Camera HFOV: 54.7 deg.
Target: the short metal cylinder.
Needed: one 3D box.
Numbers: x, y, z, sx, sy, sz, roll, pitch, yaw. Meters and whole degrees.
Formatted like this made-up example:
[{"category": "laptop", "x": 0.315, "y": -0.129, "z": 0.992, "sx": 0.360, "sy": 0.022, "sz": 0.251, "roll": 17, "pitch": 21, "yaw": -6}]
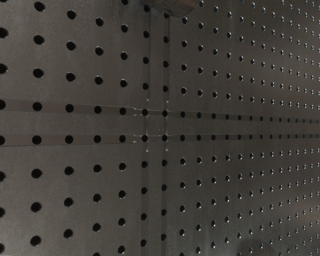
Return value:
[{"category": "short metal cylinder", "x": 0.014, "y": -0.186, "z": 0.387, "sx": 0.050, "sy": 0.080, "sz": 0.080, "roll": 8, "pitch": 85, "yaw": -40}]
